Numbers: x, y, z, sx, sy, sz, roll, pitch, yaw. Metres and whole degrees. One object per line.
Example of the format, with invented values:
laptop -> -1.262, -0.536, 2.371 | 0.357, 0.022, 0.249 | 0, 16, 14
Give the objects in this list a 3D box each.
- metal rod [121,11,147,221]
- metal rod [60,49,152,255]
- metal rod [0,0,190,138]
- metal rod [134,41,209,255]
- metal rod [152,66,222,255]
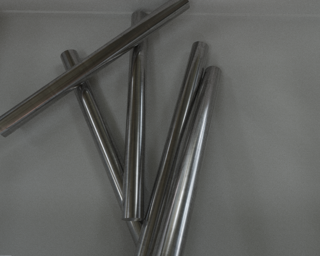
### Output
metal rod -> -0.031, -0.034, 0.407 | 0.025, 0.025, 0.299 | 0, 65, 0
metal rod -> -0.069, 0.023, 0.400 | 0.025, 0.025, 0.299 | -23, 72, -8
metal rod -> -0.083, -0.089, 0.411 | 0.301, 0.025, 0.025 | -38, 75, -10
metal rod -> 0.021, 0.012, 0.390 | 0.025, 0.025, 0.300 | 14, 65, 5
metal rod -> 0.037, 0.024, 0.337 | 0.025, 0.025, 0.301 | 16, 46, 5
